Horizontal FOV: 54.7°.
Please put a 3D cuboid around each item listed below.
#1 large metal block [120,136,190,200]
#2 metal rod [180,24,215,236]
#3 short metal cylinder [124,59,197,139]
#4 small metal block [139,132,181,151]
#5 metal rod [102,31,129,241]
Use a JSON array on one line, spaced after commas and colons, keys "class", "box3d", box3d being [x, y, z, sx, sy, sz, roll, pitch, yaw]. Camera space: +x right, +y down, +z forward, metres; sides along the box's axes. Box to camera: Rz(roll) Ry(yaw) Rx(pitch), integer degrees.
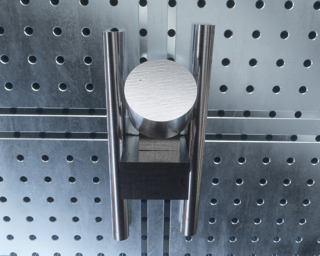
[{"class": "large metal block", "box3d": [-0.006, 0.049, 0.399, 0.081, 0.080, 0.050, 1, 110, -1]}, {"class": "metal rod", "box3d": [0.048, 0.017, 0.420, 0.025, 0.025, 0.298, 2, 110, -1]}, {"class": "short metal cylinder", "box3d": [0.001, -0.033, 0.365, 0.081, 0.050, 0.080, 1, 66, -1]}, {"class": "small metal block", "box3d": [-0.001, 0.007, 0.402, 0.050, 0.050, 0.025, 1, 110, -1]}, {"class": "metal rod", "box3d": [-0.058, 0.024, 0.422, 0.025, 0.025, 0.298, 1, 110, 0]}]
